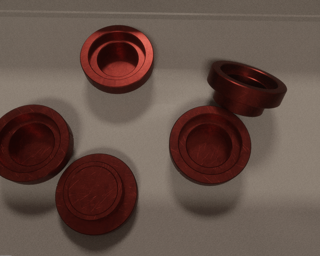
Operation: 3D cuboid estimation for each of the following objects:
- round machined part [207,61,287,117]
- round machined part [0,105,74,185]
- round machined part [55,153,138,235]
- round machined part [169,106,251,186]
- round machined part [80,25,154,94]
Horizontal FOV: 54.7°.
[{"bbox_3d":[0.108,-0.049,0.402,0.099,0.042,0.098,12,30,-7],"label":"round machined part"},{"bbox_3d":[-0.158,0.023,0.390,0.099,0.042,0.098,0,70,-1],"label":"round machined part"},{"bbox_3d":[-0.077,0.077,0.371,0.099,0.042,0.098,0,70,-1],"label":"round machined part"},{"bbox_3d":[0.060,0.024,0.391,0.099,0.042,0.098,0,72,0],"label":"round machined part"},{"bbox_3d":[-0.058,-0.091,0.433,0.099,0.042,0.098,0,70,-1],"label":"round machined part"}]
